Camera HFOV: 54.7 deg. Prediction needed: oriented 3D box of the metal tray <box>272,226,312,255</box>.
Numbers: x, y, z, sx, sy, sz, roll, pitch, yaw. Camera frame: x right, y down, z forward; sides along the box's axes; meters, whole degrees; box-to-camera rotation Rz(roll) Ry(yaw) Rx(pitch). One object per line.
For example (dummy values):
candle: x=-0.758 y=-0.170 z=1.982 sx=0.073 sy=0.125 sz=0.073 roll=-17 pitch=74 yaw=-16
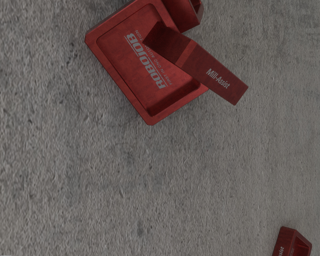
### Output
metal tray: x=0.256 y=0.275 z=0.615 sx=0.090 sy=0.030 sz=0.130 roll=41 pitch=65 yaw=-32

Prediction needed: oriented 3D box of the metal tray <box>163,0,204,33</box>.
metal tray: x=0.012 y=-0.191 z=0.382 sx=0.130 sy=0.030 sz=0.090 roll=58 pitch=26 yaw=-24

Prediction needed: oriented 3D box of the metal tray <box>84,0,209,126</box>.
metal tray: x=-0.012 y=-0.077 z=0.359 sx=0.090 sy=0.030 sz=0.130 roll=-33 pitch=117 yaw=6

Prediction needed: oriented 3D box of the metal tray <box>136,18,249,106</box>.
metal tray: x=0.042 y=-0.079 z=0.380 sx=0.131 sy=0.090 sz=0.030 roll=22 pitch=106 yaw=-47
